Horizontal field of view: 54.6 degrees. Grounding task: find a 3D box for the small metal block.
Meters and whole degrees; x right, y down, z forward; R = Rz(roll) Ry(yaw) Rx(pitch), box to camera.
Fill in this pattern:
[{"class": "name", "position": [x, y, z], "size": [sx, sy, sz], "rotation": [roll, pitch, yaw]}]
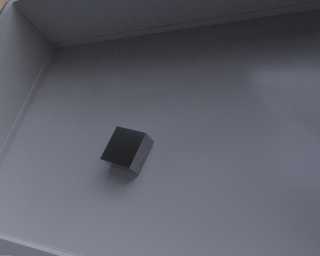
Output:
[{"class": "small metal block", "position": [-0.043, 0.029, 0.411], "size": [0.050, 0.025, 0.050], "rotation": [12, 68, 33]}]
